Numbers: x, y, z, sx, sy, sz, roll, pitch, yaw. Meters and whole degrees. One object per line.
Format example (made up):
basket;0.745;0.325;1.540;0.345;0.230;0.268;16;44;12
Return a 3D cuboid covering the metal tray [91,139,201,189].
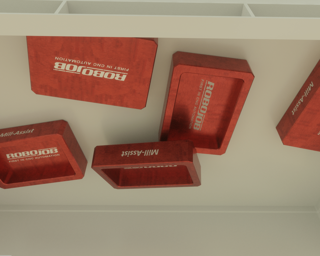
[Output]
metal tray;-0.014;0.053;0.422;0.131;0.030;0.090;-5;150;13

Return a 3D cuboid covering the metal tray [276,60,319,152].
metal tray;0.217;-0.027;0.384;0.091;0.030;0.129;11;129;-9

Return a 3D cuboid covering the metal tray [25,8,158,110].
metal tray;-0.074;-0.073;0.343;0.131;0.030;0.089;8;130;-7

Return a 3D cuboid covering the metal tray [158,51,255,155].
metal tray;0.051;-0.025;0.384;0.091;0.030;0.129;6;130;-5

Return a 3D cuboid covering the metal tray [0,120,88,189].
metal tray;-0.181;0.040;0.437;0.131;0.030;0.090;-8;130;7
